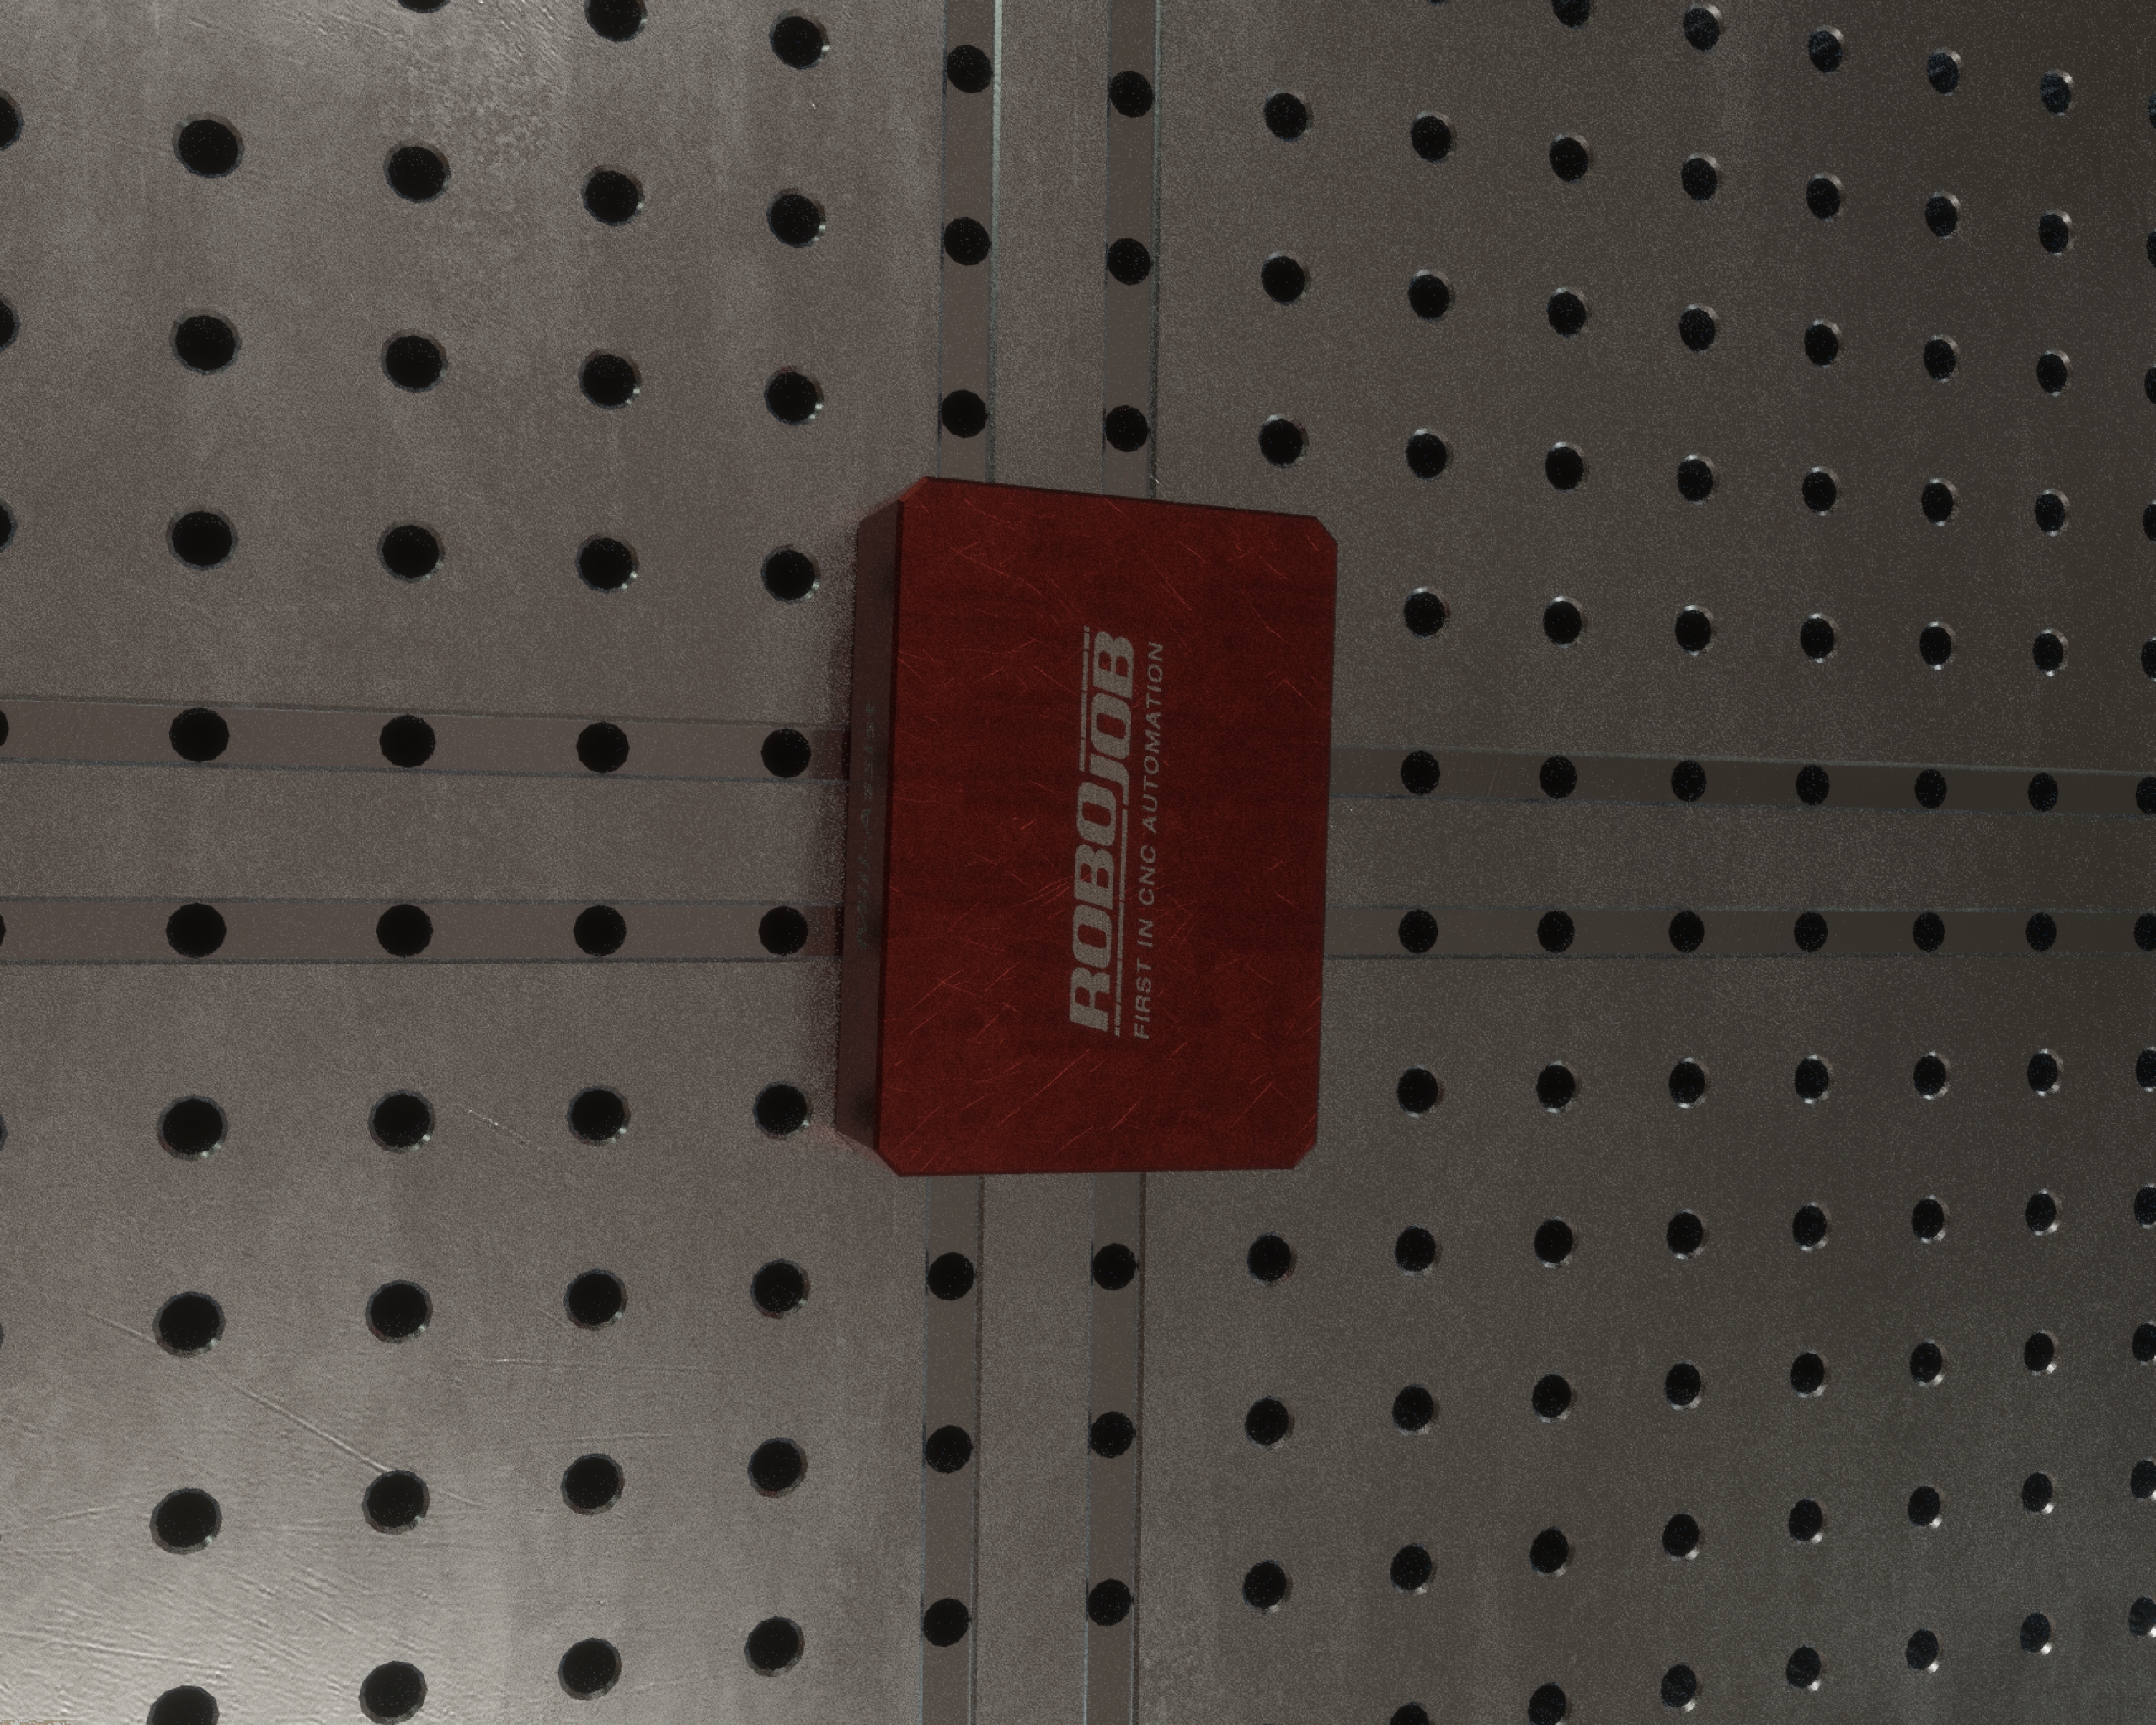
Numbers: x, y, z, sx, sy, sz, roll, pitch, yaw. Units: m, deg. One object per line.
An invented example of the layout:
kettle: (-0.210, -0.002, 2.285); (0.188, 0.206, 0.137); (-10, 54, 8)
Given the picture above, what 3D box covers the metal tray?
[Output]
metal tray: (0.002, -0.006, 0.411); (0.091, 0.030, 0.129); (2, 89, -21)
